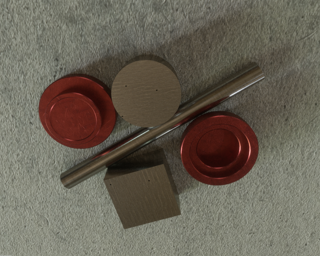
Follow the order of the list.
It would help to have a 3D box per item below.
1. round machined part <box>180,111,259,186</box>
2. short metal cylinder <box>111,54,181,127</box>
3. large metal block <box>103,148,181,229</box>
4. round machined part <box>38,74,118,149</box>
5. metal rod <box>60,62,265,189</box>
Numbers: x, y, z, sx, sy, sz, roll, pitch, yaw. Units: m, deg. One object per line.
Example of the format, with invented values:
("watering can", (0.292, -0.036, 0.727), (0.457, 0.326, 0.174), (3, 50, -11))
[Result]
("round machined part", (0.076, 0.024, 0.411), (0.099, 0.042, 0.097), (0, 110, 0))
("short metal cylinder", (-0.016, -0.047, 0.380), (0.081, 0.050, 0.079), (0, 110, 0))
("large metal block", (-0.022, 0.083, 0.429), (0.080, 0.050, 0.080), (-16, 110, 6))
("round machined part", (-0.105, -0.017, 0.394), (0.099, 0.042, 0.097), (0, 110, 0))
("metal rod", (-0.004, 0.002, 0.412), (0.300, 0.025, 0.025), (-30, 108, 10))
